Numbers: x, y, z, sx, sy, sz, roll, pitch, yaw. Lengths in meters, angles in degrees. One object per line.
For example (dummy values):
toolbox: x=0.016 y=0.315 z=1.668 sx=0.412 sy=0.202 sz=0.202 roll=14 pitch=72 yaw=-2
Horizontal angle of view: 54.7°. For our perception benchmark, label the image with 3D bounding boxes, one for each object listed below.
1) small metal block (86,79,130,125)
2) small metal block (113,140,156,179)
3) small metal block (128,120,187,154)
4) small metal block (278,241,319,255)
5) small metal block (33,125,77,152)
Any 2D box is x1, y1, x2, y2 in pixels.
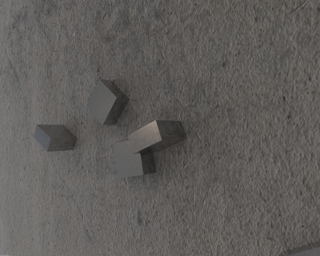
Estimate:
small metal block: x=-0.080 y=-0.039 z=0.471 sx=0.050 sy=0.025 sz=0.050 roll=46 pitch=117 yaw=30
small metal block: x=-0.036 y=0.042 z=0.435 sx=0.050 sy=0.025 sz=0.050 roll=-15 pitch=81 yaw=39
small metal block: x=-0.003 y=0.011 z=0.391 sx=0.050 sy=0.050 sz=0.025 roll=-28 pitch=73 yaw=37
small metal block: x=0.144 y=0.137 z=0.287 sx=0.050 sy=0.025 sz=0.050 roll=-36 pitch=68 yaw=34
small metal block: x=-0.182 y=0.016 z=0.539 sx=0.050 sy=0.050 sz=0.025 roll=34 pitch=111 yaw=35
